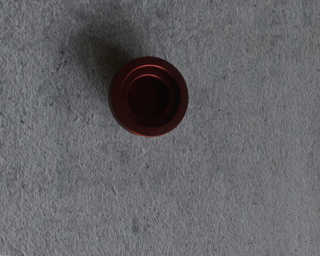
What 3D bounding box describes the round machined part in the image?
[{"bbox_3d":[-0.017,-0.038,0.393,0.099,0.042,0.097,0,90,-20],"label":"round machined part"}]
